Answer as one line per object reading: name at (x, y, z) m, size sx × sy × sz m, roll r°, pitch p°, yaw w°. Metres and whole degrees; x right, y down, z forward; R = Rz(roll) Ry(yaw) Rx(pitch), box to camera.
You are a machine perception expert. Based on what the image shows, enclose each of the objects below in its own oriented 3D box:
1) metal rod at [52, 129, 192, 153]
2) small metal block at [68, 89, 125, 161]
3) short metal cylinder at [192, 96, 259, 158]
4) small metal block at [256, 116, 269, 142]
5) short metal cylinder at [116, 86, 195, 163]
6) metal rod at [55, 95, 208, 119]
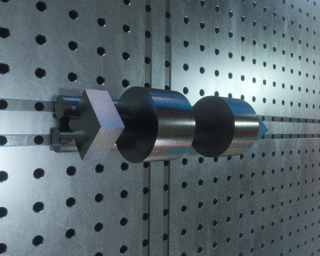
metal rod at (0.009, 0.015, 0.417) m, size 0.302 × 0.025 × 0.025 m, roll 1°, pitch 90°, yaw -40°
small metal block at (-0.065, -0.003, 0.309) m, size 0.025 × 0.050 × 0.050 m, roll 1°, pitch 47°, yaw -40°
short metal cylinder at (0.083, -0.002, 0.414) m, size 0.050 × 0.080 × 0.080 m, roll 1°, pitch 90°, yaw -40°
small metal block at (0.126, 0.000, 0.469) m, size 0.025 × 0.050 × 0.050 m, roll 1°, pitch 49°, yaw -40°
short metal cylinder at (-0.008, -0.003, 0.338) m, size 0.050 × 0.080 × 0.080 m, roll 1°, pitch 90°, yaw -40°
metal rod at (0.011, -0.020, 0.419) m, size 0.302 × 0.025 × 0.025 m, roll 1°, pitch 90°, yaw -40°
